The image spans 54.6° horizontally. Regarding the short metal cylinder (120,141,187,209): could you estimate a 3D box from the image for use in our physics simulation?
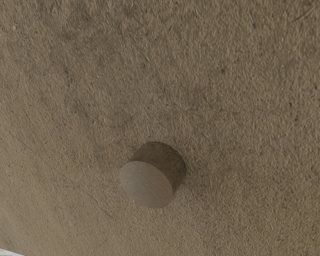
[{"bbox_3d":[-0.009,0.066,0.437,0.080,0.050,0.080,13,124,21],"label":"short metal cylinder"}]
